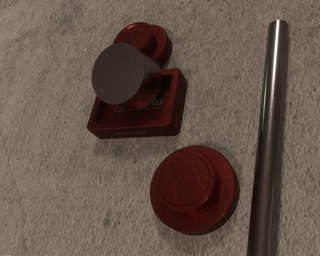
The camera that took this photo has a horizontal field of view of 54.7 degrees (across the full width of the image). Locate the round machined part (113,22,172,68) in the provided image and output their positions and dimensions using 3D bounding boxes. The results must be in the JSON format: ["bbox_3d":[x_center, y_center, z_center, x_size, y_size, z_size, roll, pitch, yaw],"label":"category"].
[{"bbox_3d":[-0.034,-0.127,0.487,0.098,0.042,0.098,-13,56,20],"label":"round machined part"}]

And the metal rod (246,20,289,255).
[{"bbox_3d":[0.121,0.000,0.339,0.025,0.025,0.300,0,61,28],"label":"metal rod"}]

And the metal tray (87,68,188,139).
[{"bbox_3d":[-0.032,-0.033,0.435,0.130,0.030,0.090,-3,60,26],"label":"metal tray"}]

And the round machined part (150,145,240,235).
[{"bbox_3d":[0.033,0.062,0.337,0.098,0.042,0.098,-13,56,20],"label":"round machined part"}]

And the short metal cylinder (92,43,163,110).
[{"bbox_3d":[-0.044,-0.067,0.416,0.080,0.050,0.080,-3,84,26],"label":"short metal cylinder"}]
